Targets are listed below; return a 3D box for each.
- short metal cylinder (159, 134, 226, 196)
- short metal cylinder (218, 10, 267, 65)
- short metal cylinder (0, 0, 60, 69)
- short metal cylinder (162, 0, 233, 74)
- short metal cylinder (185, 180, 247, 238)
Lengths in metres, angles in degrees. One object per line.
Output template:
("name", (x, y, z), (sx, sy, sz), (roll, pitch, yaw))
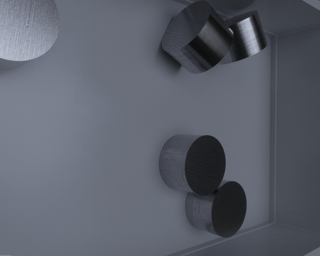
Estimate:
("short metal cylinder", (0.045, 0.049, 0.428), (0.081, 0.050, 0.080), (0, 90, -40))
("short metal cylinder", (0.114, -0.136, 0.465), (0.080, 0.080, 0.050), (-38, 114, -33))
("short metal cylinder", (-0.138, -0.096, 0.274), (0.081, 0.050, 0.080), (0, 90, -40))
("short metal cylinder", (0.049, -0.119, 0.411), (0.050, 0.080, 0.080), (34, 69, -35))
("short metal cylinder", (0.084, 0.116, 0.461), (0.081, 0.050, 0.080), (0, 90, -40))
